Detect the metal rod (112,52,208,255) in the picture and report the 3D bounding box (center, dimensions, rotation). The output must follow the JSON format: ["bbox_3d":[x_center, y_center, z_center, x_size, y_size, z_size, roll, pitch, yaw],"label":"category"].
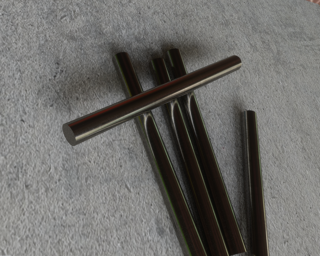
[{"bbox_3d":[-0.003,0.032,0.382,0.025,0.025,0.299,-8,66,-32],"label":"metal rod"}]

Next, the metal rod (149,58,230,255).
[{"bbox_3d":[0.034,0.036,0.399,0.025,0.025,0.299,-2,63,-29],"label":"metal rod"}]

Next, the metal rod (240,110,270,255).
[{"bbox_3d":[0.125,0.103,0.407,0.025,0.025,0.300,19,54,-17],"label":"metal rod"}]

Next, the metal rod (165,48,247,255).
[{"bbox_3d":[0.055,0.015,0.423,0.025,0.025,0.299,-1,62,-29],"label":"metal rod"}]

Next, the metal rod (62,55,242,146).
[{"bbox_3d":[0.014,-0.049,0.407,0.302,0.025,0.025,-28,77,-37],"label":"metal rod"}]
